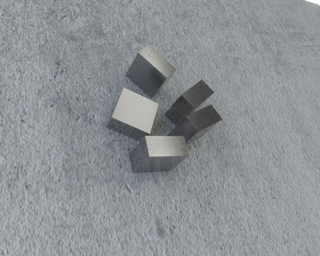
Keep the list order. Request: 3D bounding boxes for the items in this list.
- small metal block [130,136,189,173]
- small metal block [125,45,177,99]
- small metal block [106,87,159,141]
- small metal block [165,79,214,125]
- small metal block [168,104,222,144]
[{"bbox_3d":[-0.002,0.032,0.367,0.050,0.050,0.025,1,61,-28],"label":"small metal block"},{"bbox_3d":[-0.013,-0.077,0.427,0.050,0.050,0.025,42,51,0],"label":"small metal block"},{"bbox_3d":[-0.034,-0.016,0.395,0.050,0.025,0.050,25,53,-13],"label":"small metal block"},{"bbox_3d":[0.041,-0.034,0.430,0.025,0.050,0.050,47,51,4],"label":"small metal block"},{"bbox_3d":[0.046,-0.001,0.413,0.050,0.050,0.025,-25,76,-37],"label":"small metal block"}]
